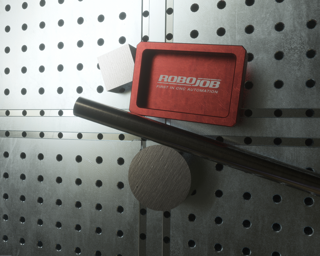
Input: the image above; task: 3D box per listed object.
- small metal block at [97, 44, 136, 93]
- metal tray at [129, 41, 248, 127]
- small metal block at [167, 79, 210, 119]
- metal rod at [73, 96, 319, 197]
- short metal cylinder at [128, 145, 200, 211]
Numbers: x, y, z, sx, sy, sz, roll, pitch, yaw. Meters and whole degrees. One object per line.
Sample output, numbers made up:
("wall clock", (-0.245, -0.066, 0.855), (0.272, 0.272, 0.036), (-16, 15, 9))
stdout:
("small metal block", (-0.054, -0.082, 0.430), (0.050, 0.025, 0.050), (-19, 84, 18))
("metal tray", (0.032, -0.053, 0.371), (0.130, 0.030, 0.089), (8, 93, 19))
("small metal block", (0.038, -0.038, 0.399), (0.050, 0.025, 0.050), (6, 92, 19))
("metal rod", (0.043, 0.020, 0.362), (0.301, 0.025, 0.025), (18, 96, 5))
("short metal cylinder", (0.007, 0.060, 0.396), (0.080, 0.050, 0.079), (0, 90, 19))
